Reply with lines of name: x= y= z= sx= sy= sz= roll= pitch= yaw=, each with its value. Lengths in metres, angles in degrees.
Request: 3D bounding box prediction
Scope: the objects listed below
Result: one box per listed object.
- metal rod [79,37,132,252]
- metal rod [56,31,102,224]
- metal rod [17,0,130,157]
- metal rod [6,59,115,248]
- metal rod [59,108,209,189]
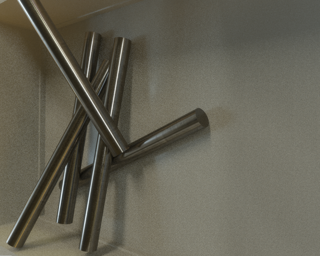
metal rod: x=-0.077 y=0.020 z=0.438 sx=0.025 sy=0.025 sz=0.298 roll=5 pitch=84 yaw=39
metal rod: x=-0.127 y=-0.002 z=0.486 sx=0.025 sy=0.025 sz=0.298 roll=7 pitch=88 yaw=39
metal rod: x=-0.128 y=-0.095 z=0.406 sx=0.025 sy=0.025 sz=0.299 roll=-28 pitch=95 yaw=36
metal rod: x=-0.142 y=0.035 z=0.458 sx=0.025 sy=0.025 sz=0.299 roll=25 pitch=86 yaw=37
metal rod: x=-0.058 y=0.044 z=0.451 sx=0.299 sy=0.025 sz=0.025 roll=-28 pitch=73 yaw=36
